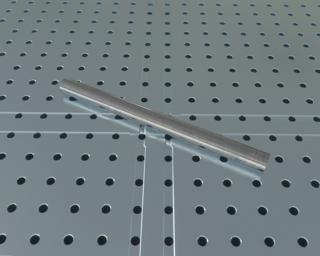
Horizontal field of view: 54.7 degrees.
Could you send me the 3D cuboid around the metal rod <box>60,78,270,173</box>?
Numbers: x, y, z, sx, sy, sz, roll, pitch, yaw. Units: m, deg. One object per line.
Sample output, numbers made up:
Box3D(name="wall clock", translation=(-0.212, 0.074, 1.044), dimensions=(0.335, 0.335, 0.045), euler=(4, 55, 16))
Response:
Box3D(name="metal rod", translation=(-0.006, -0.010, 0.416), dimensions=(0.301, 0.025, 0.025), euler=(21, 53, 16))
